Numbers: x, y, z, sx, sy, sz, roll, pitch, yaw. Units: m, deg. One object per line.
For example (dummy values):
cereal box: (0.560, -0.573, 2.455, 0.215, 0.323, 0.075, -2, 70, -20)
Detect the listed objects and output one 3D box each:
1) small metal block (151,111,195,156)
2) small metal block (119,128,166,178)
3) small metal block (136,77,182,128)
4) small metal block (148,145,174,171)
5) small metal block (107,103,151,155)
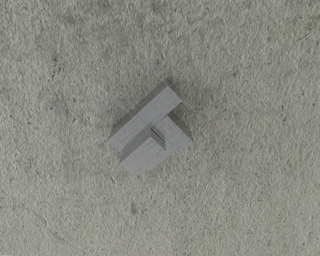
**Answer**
small metal block: (0.016, 0.001, 0.398, 0.025, 0.050, 0.050, -41, 105, 13)
small metal block: (-0.020, 0.025, 0.380, 0.050, 0.050, 0.025, -42, 105, 13)
small metal block: (-0.001, -0.033, 0.385, 0.050, 0.050, 0.025, -42, 105, 13)
small metal block: (-0.011, 0.021, 0.419, 0.050, 0.025, 0.050, -41, 106, 13)
small metal block: (-0.038, 0.000, 0.397, 0.050, 0.050, 0.025, -42, 105, 13)
